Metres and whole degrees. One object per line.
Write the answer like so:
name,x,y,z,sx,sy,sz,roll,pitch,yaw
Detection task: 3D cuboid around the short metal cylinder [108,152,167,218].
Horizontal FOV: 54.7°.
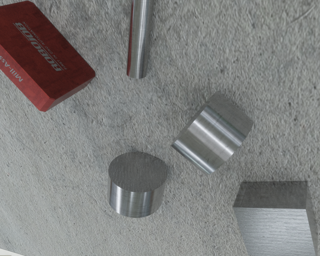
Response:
short metal cylinder,-0.033,0.078,0.437,0.080,0.080,0.050,20,126,16

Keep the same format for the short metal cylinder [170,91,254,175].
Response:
short metal cylinder,0.057,0.005,0.345,0.050,0.080,0.080,40,129,1

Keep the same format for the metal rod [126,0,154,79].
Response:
metal rod,-0.011,-0.188,0.296,0.025,0.025,0.298,20,126,16

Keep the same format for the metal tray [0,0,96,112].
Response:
metal tray,-0.156,-0.093,0.389,0.130,0.090,0.030,48,129,-6

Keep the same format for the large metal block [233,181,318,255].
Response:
large metal block,0.145,0.114,0.385,0.080,0.050,0.080,-7,115,31
